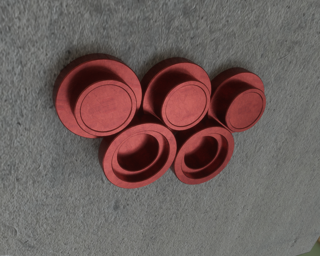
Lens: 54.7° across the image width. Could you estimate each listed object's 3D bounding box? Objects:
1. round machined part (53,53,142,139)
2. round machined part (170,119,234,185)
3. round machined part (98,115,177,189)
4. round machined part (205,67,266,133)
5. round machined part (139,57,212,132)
[{"bbox_3d":[-0.065,-0.030,0.345,0.099,0.042,0.097,-14,125,-21],"label":"round machined part"},{"bbox_3d":[0.054,0.030,0.448,0.099,0.042,0.097,-14,125,-21],"label":"round machined part"},{"bbox_3d":[-0.031,0.026,0.398,0.099,0.042,0.097,-14,125,-21],"label":"round machined part"},{"bbox_3d":[0.110,-0.033,0.439,0.099,0.042,0.097,-14,125,-21],"label":"round machined part"},{"bbox_3d":[0.024,-0.036,0.390,0.099,0.042,0.097,-14,125,-21],"label":"round machined part"}]
